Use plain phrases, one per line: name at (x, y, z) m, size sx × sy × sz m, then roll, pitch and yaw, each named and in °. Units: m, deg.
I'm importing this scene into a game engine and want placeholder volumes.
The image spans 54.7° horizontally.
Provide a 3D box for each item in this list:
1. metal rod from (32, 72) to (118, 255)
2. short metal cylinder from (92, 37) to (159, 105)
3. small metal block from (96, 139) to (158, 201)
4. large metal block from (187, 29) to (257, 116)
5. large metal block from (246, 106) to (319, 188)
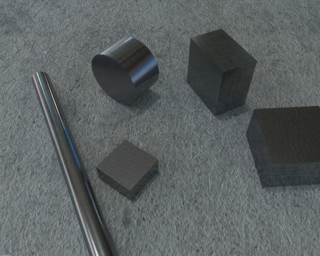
metal rod at (-0.113, 0.029, 0.377) m, size 0.025 × 0.025 × 0.300 m, roll -20°, pitch 53°, yaw -16°
short metal cylinder at (-0.049, -0.080, 0.434) m, size 0.080 × 0.080 × 0.050 m, roll 30°, pitch 56°, yaw 22°
small metal block at (-0.037, 0.048, 0.363) m, size 0.050 × 0.025 × 0.050 m, roll 30°, pitch 56°, yaw 22°
large metal block at (0.082, -0.078, 0.433) m, size 0.050 × 0.080 × 0.080 m, roll -21°, pitch 53°, yaw -16°
large metal block at (0.157, 0.021, 0.370) m, size 0.081 × 0.050 × 0.080 m, roll -3°, pitch 50°, yaw -3°
